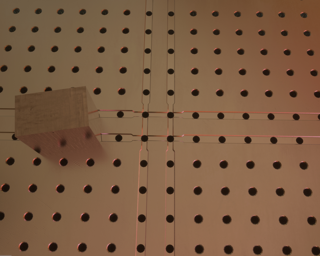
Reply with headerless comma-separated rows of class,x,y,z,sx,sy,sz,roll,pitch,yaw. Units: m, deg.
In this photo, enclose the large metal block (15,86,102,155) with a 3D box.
large metal block,-0.121,-0.006,0.384,0.080,0.080,0.050,-8,70,-3
